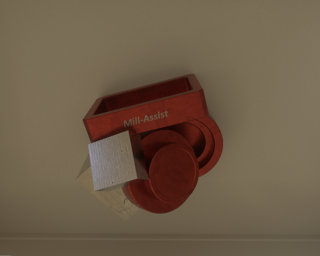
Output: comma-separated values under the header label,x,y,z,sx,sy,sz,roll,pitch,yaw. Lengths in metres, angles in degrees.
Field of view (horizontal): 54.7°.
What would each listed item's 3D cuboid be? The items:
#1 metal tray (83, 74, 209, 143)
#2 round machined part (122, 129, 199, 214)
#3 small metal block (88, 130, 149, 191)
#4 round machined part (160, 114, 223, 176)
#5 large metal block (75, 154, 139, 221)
label,x,y,z,sx,sy,sz,roll,pitch,yaw
metal tray,-0.015,-0.026,0.365,0.131,0.090,0.030,-14,110,4
round machined part,0.006,0.050,0.357,0.099,0.042,0.097,1,88,-33
small metal block,-0.044,0.036,0.324,0.050,0.025,0.050,-19,71,19
round machined part,0.030,0.016,0.408,0.099,0.042,0.097,0,110,-1
large metal block,-0.052,0.057,0.401,0.050,0.080,0.080,-42,105,14
